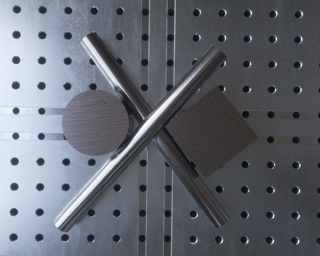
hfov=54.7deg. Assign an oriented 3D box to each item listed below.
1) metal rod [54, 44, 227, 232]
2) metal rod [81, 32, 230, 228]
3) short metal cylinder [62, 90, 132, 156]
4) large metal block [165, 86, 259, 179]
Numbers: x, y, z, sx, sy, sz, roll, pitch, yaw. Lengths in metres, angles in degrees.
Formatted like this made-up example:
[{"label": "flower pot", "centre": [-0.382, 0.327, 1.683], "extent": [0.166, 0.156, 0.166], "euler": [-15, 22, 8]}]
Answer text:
[{"label": "metal rod", "centre": [-0.029, 0.019, 0.388], "extent": [0.025, 0.025, 0.299], "euler": [42, 98, 0]}, {"label": "metal rod", "centre": [-0.006, 0.003, 0.409], "extent": [0.025, 0.025, 0.299], "euler": [-36, 90, 0]}, {"label": "short metal cylinder", "centre": [-0.078, -0.006, 0.396], "extent": [0.081, 0.050, 0.079], "euler": [0, 90, 0]}, {"label": "large metal block", "centre": [0.062, 0.005, 0.397], "extent": [0.080, 0.050, 0.080], "euler": [-38, 90, 0]}]
